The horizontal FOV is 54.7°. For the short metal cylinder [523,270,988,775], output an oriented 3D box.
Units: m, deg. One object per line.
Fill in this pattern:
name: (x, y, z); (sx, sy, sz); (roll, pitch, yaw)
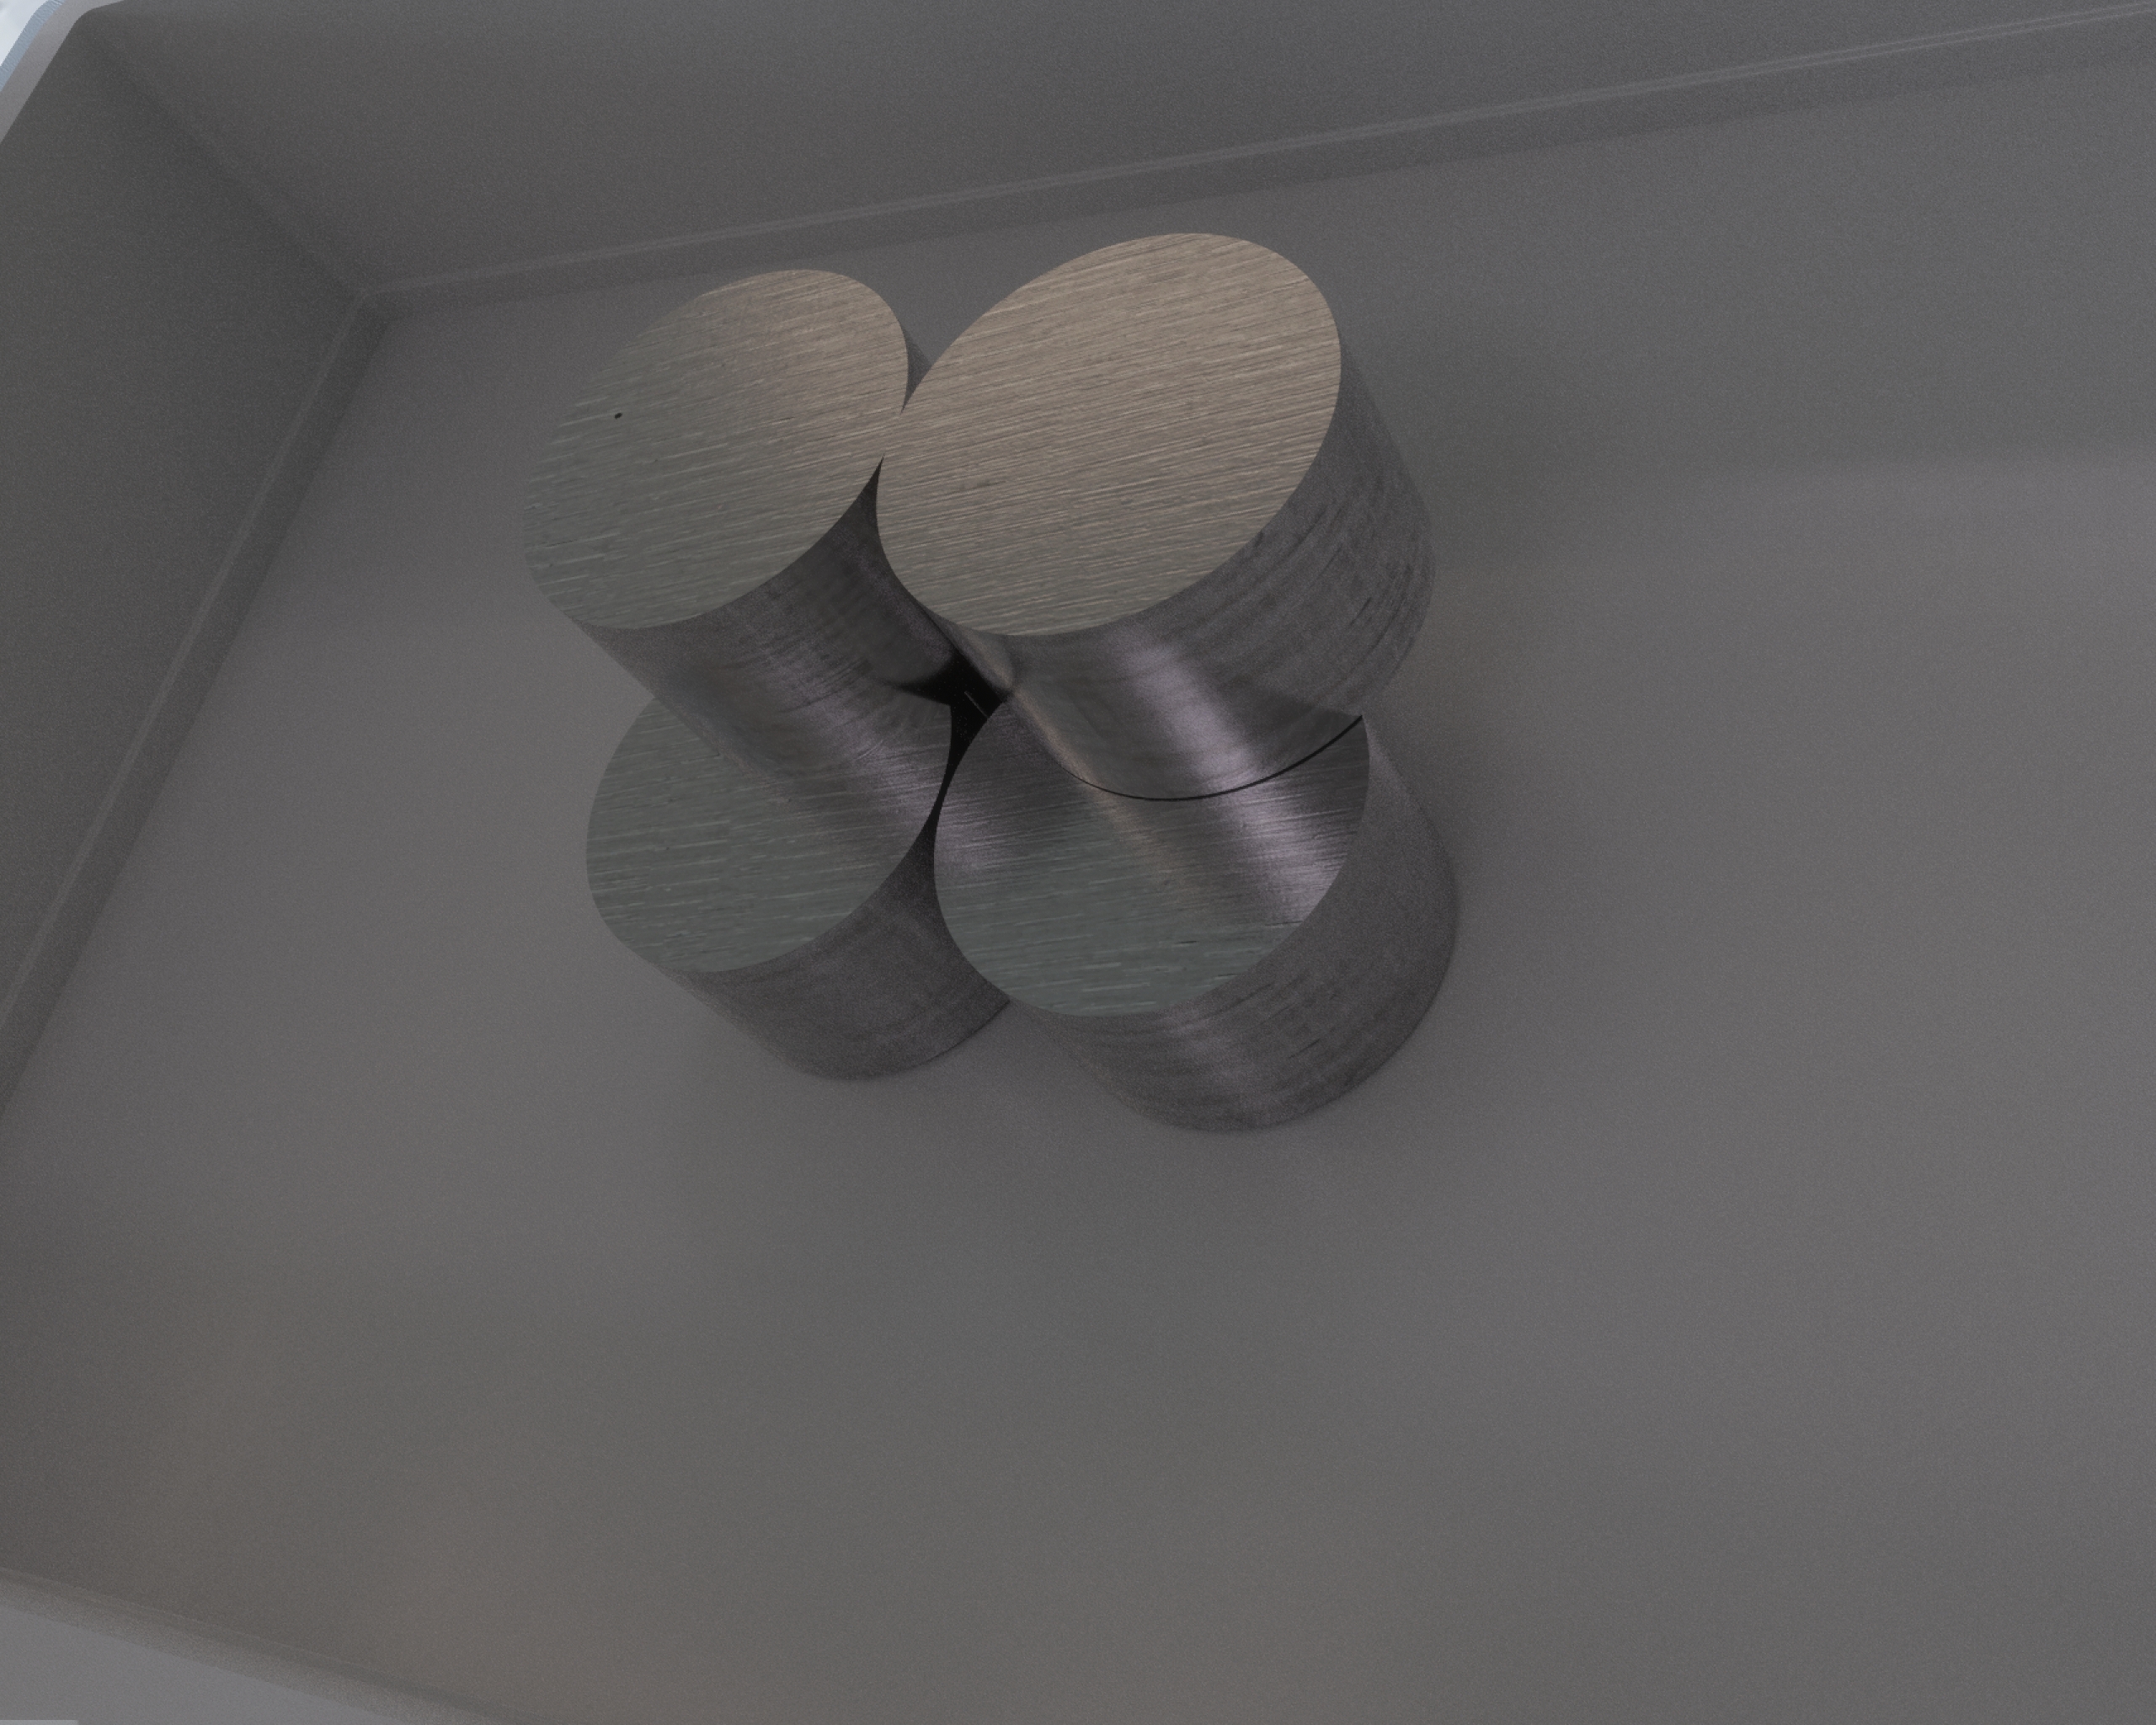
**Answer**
short metal cylinder: (-0.055, -0.063, 0.391); (0.080, 0.050, 0.080); (-13, 56, 21)

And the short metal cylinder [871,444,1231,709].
short metal cylinder: (0.006, -0.062, 0.423); (0.080, 0.050, 0.080); (-13, 56, 21)

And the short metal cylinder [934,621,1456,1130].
short metal cylinder: (0.022, 0.002, 0.375); (0.080, 0.050, 0.080); (-13, 56, 21)

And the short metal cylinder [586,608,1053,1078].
short metal cylinder: (-0.049, -0.004, 0.416); (0.080, 0.050, 0.080); (-13, 56, 21)

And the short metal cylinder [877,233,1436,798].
short metal cylinder: (0.014, -0.058, 0.350); (0.080, 0.050, 0.080); (-13, 56, 21)
